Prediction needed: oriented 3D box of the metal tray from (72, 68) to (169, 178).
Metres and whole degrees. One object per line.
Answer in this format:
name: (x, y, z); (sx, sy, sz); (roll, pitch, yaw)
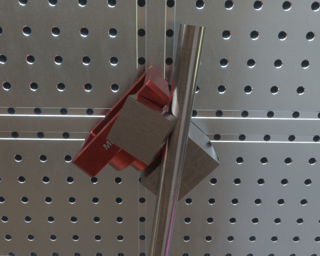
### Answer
metal tray: (-0.045, -0.010, 0.374); (0.030, 0.090, 0.130); (42, 105, -14)

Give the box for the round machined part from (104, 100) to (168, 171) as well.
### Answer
round machined part: (-0.022, 0.014, 0.384); (0.042, 0.098, 0.098); (41, 105, -14)

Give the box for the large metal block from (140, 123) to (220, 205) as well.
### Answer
large metal block: (0.023, 0.039, 0.396); (0.050, 0.080, 0.080); (41, 105, -14)

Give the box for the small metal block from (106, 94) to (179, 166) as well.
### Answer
small metal block: (-0.017, 0.001, 0.309); (0.050, 0.025, 0.050); (32, 106, 8)

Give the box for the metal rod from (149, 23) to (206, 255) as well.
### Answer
metal rod: (0.013, 0.041, 0.343); (0.025, 0.025, 0.298); (6, 110, -3)
